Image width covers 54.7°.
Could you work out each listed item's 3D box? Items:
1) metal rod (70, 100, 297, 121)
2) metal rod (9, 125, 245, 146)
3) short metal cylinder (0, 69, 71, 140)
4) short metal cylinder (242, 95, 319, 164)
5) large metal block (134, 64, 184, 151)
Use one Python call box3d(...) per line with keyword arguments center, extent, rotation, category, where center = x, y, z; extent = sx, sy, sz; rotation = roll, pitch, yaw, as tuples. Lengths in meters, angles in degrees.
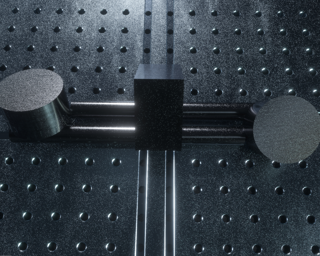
box3d(center=(0.033, -0.023, 0.420), extent=(0.302, 0.025, 0.025), rotation=(1, 70, 0), category="metal rod")
box3d(center=(-0.042, 0.009, 0.407), extent=(0.302, 0.025, 0.025), rotation=(1, 70, 0), category="metal rod")
box3d(center=(-0.159, -0.031, 0.393), extent=(0.081, 0.050, 0.080), rotation=(0, 47, 0), category="short metal cylinder")
box3d(center=(0.149, 0.001, 0.385), extent=(0.081, 0.050, 0.079), rotation=(0, 92, 0), category="short metal cylinder")
box3d(center=(-0.001, -0.027, 0.360), extent=(0.050, 0.080, 0.079), rotation=(1, 112, 0), category="large metal block")
